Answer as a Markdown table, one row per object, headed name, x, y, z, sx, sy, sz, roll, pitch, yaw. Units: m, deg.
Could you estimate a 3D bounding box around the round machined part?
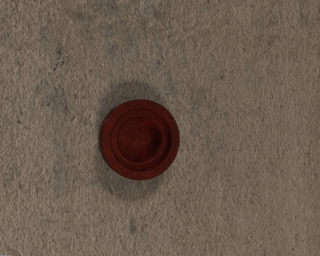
| name | x | y | z | sx | sy | sz | roll | pitch | yaw |
| --- | --- | --- | --- | --- | --- | --- | --- | --- | --- |
| round machined part | -0.029 | 0.014 | 0.390 | 0.099 | 0.042 | 0.097 | 0 | 90 | -21 |
